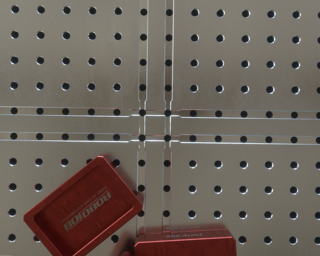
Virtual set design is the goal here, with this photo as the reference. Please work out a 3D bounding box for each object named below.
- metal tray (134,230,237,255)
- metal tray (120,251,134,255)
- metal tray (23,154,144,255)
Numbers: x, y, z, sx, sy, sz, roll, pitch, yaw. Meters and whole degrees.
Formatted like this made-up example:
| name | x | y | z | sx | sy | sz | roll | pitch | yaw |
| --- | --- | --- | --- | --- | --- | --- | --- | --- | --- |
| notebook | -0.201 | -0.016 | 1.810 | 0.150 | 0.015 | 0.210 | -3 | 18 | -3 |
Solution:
| name | x | y | z | sx | sy | sz | roll | pitch | yaw |
| --- | --- | --- | --- | --- | --- | --- | --- | --- | --- |
| metal tray | 0.035 | 0.188 | 0.412 | 0.131 | 0.030 | 0.089 | -3 | 90 | -1 |
| metal tray | -0.044 | 0.234 | 0.384 | 0.090 | 0.030 | 0.129 | 33 | 102 | 17 |
| metal tray | -0.098 | 0.108 | 0.409 | 0.130 | 0.030 | 0.090 | -39 | 91 | -1 |
